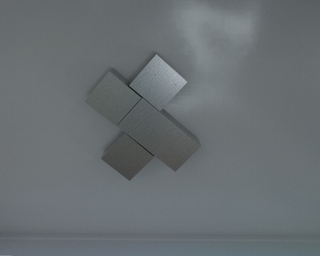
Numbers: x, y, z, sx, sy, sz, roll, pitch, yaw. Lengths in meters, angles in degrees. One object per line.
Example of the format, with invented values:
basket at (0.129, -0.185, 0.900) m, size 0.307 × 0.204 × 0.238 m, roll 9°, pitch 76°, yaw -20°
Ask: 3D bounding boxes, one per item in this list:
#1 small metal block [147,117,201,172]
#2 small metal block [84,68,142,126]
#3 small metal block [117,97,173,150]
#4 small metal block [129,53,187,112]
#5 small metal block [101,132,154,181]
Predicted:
small metal block at (0.018, 0.022, 0.417) m, size 0.050 × 0.025 × 0.050 m, roll 40°, pitch 105°, yaw -14°
small metal block at (-0.058, -0.039, 0.394) m, size 0.050 × 0.025 × 0.050 m, roll 40°, pitch 105°, yaw -14°
small metal block at (-0.019, -0.009, 0.405) m, size 0.050 × 0.025 × 0.050 m, roll 40°, pitch 105°, yaw -14°
small metal block at (-0.002, -0.058, 0.387) m, size 0.050 × 0.025 × 0.050 m, roll 40°, pitch 104°, yaw -14°
small metal block at (-0.043, 0.035, 0.422) m, size 0.050 × 0.025 × 0.050 m, roll 41°, pitch 106°, yaw -14°
